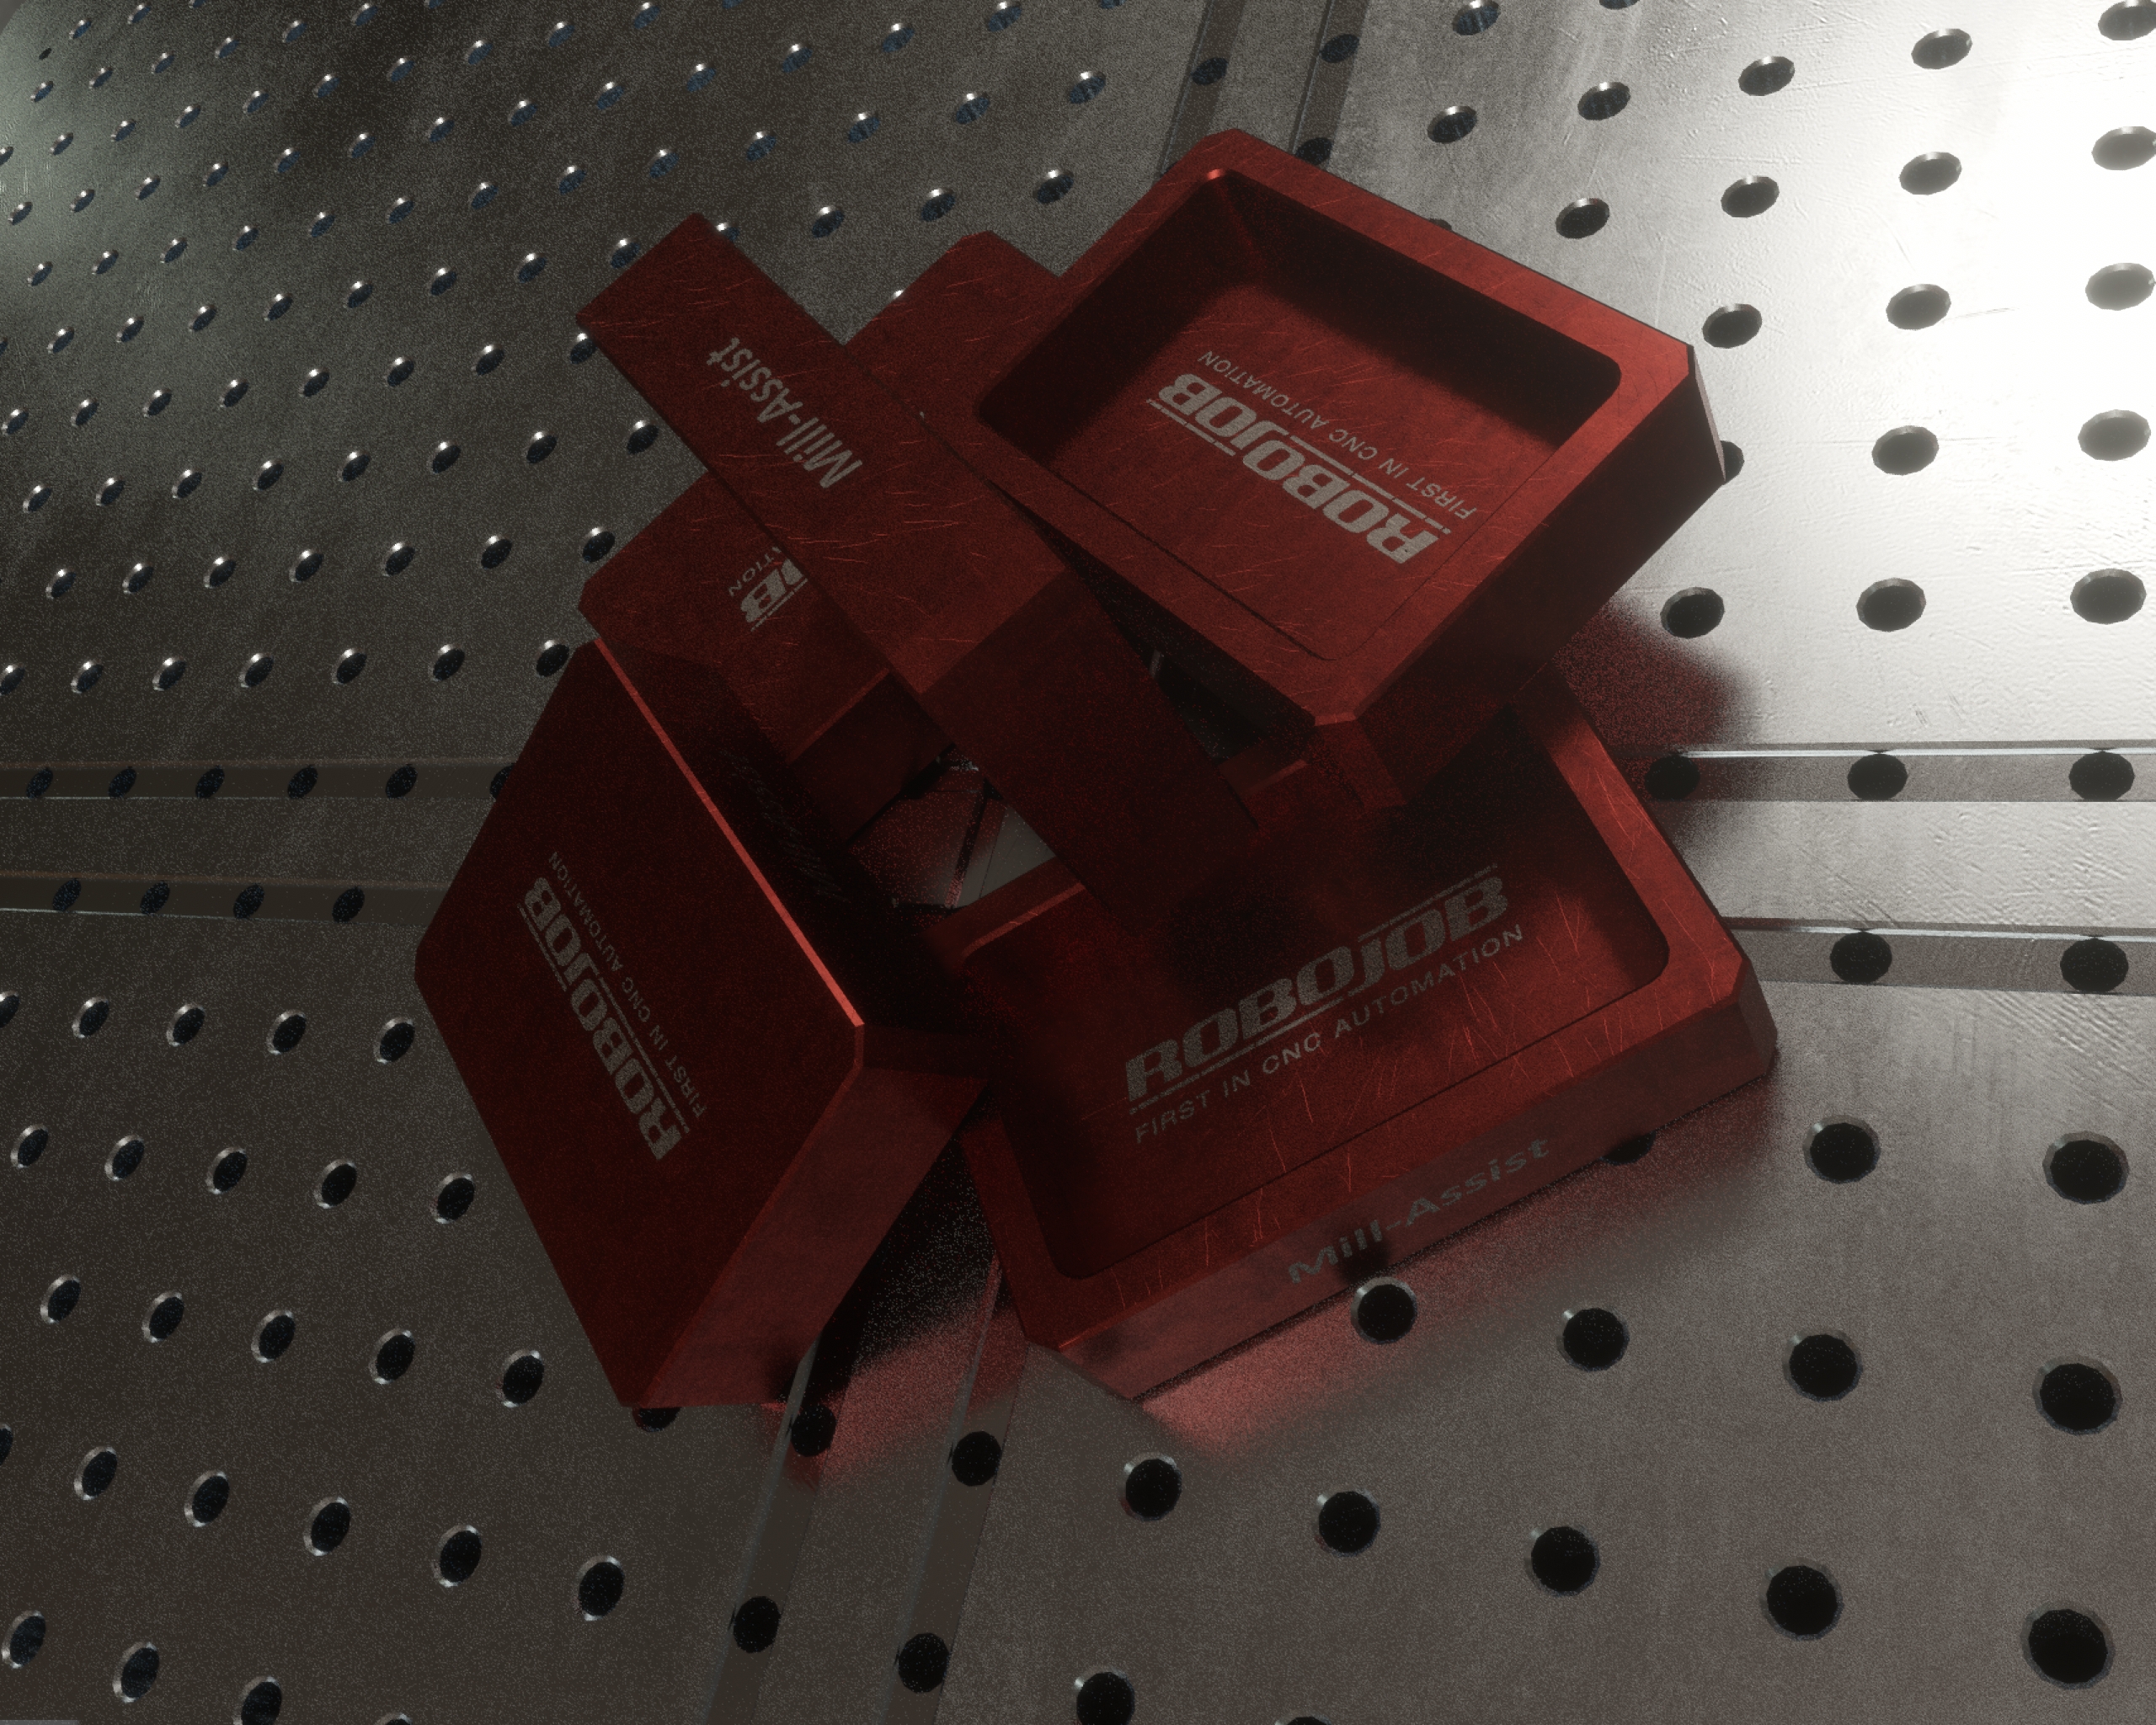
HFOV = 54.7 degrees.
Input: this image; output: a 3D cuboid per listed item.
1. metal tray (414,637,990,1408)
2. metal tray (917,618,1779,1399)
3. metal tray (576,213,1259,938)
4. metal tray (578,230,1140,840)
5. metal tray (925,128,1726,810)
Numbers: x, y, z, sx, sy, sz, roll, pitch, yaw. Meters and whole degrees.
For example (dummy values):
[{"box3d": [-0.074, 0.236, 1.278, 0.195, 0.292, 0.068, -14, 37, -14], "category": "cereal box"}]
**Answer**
[{"box3d": [-0.078, 0.028, 0.403, 0.090, 0.030, 0.130, -57, 48, 20], "category": "metal tray"}, {"box3d": [0.041, 0.024, 0.366, 0.130, 0.030, 0.090, -29, 52, 9], "category": "metal tray"}, {"box3d": [-0.030, -0.052, 0.373, 0.030, 0.090, 0.130, -42, 51, 0], "category": "metal tray"}, {"box3d": [-0.040, -0.074, 0.469, 0.130, 0.030, 0.090, -43, 51, -2], "category": "metal tray"}, {"box3d": [0.041, -0.079, 0.392, 0.090, 0.030, 0.130, -45, 51, -4], "category": "metal tray"}]
